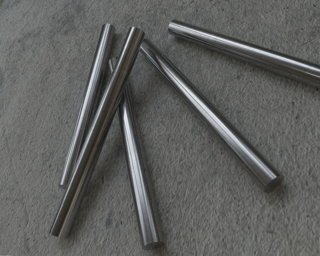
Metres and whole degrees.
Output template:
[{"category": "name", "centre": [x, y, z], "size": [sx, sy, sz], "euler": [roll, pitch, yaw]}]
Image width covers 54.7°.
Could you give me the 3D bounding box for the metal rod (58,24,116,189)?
[{"category": "metal rod", "centre": [-0.109, -0.050, 0.491], "size": [0.025, 0.025, 0.299], "euler": [-7, 58, 24]}]

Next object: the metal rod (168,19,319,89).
[{"category": "metal rod", "centre": [0.121, -0.094, 0.397], "size": [0.300, 0.025, 0.025], "euler": [33, 80, 38]}]

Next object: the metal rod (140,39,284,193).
[{"category": "metal rod", "centre": [0.045, -0.038, 0.403], "size": [0.025, 0.025, 0.300], "euler": [-38, 51, 2]}]

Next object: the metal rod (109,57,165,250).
[{"category": "metal rod", "centre": [-0.039, 0.009, 0.418], "size": [0.025, 0.025, 0.299], "euler": [-25, 53, 13]}]

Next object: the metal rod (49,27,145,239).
[{"category": "metal rod", "centre": [-0.080, -0.003, 0.423], "size": [0.025, 0.025, 0.299], "euler": [10, 74, 32]}]
